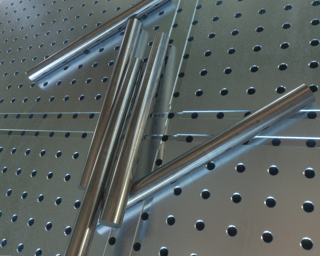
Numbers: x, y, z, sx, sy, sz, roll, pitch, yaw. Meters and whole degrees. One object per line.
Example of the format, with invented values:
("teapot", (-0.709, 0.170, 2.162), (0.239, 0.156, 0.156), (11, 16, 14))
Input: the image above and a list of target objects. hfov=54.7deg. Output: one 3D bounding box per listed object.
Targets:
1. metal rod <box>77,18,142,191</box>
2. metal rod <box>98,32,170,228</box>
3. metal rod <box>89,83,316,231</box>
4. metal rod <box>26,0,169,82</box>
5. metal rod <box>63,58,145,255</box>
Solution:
("metal rod", (-0.070, -0.051, 0.474), (0.025, 0.025, 0.299), (-3, 60, 26))
("metal rod", (-0.025, -0.020, 0.412), (0.025, 0.025, 0.300), (-5, 54, 25))
("metal rod", (0.038, 0.038, 0.363), (0.300, 0.025, 0.025), (-31, 52, 7))
("metal rod", (-0.117, -0.169, 0.571), (0.301, 0.025, 0.025), (-28, 52, 10))
("metal rod", (-0.064, 0.020, 0.406), (0.025, 0.025, 0.300), (-5, 53, 25))
